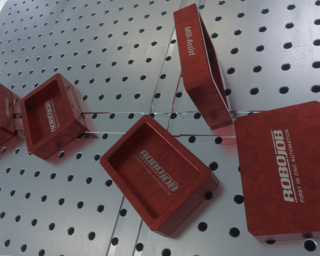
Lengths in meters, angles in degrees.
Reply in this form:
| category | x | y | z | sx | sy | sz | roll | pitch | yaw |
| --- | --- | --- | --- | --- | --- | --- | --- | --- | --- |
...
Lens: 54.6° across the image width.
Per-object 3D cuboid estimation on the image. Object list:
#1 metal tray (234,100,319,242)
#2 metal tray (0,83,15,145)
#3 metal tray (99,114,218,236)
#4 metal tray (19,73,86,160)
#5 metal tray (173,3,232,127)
| category | x | y | z | sx | sy | sz | roll | pitch | yaw |
| --- | --- | --- | --- | --- | --- | --- | --- | --- | --- |
| metal tray | 0.129 | 0.042 | 0.312 | 0.090 | 0.030 | 0.130 | -12 | 56 | 21 |
| metal tray | -0.325 | -0.016 | 0.587 | 0.090 | 0.030 | 0.130 | -32 | 52 | 7 |
| metal tray | -0.006 | 0.051 | 0.377 | 0.090 | 0.030 | 0.130 | -45 | 51 | -3 |
| metal tray | -0.181 | -0.023 | 0.515 | 0.090 | 0.030 | 0.130 | -34 | 51 | 5 |
| metal tray | 0.053 | -0.078 | 0.387 | 0.030 | 0.090 | 0.130 | -17 | 55 | 19 |
